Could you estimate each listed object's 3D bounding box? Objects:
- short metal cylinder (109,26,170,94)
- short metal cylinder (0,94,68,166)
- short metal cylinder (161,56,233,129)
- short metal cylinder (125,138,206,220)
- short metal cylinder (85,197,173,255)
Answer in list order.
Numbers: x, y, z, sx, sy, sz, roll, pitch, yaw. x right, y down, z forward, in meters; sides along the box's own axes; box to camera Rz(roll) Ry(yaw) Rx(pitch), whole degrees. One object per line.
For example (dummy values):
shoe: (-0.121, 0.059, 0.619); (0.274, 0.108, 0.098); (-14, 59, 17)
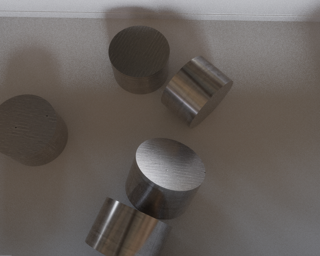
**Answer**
short metal cylinder: (-0.027, -0.093, 0.430); (0.081, 0.050, 0.080); (0, 70, 0)
short metal cylinder: (-0.164, 0.004, 0.393); (0.081, 0.050, 0.080); (0, 70, 0)
short metal cylinder: (0.047, -0.045, 0.398); (0.080, 0.080, 0.050); (-43, 76, -14)
short metal cylinder: (0.005, 0.057, 0.356); (0.081, 0.050, 0.080); (14, 36, -10)
short metal cylinder: (-0.033, 0.115, 0.337); (0.080, 0.080, 0.050); (23, 73, 8)
